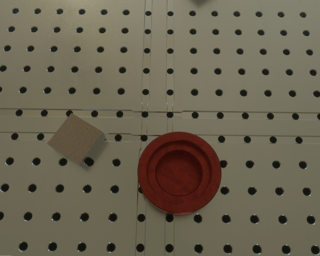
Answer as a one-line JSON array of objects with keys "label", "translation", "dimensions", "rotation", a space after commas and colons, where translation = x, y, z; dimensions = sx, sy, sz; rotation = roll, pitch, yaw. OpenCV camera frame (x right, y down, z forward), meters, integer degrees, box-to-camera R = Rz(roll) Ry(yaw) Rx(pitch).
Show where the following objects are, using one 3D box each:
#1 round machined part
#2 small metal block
[{"label": "round machined part", "translation": [0.023, 0.057, 0.382], "dimensions": [0.099, 0.042, 0.098], "rotation": [0, 70, 0]}, {"label": "small metal block", "translation": [-0.108, 0.017, 0.405], "dimensions": [0.050, 0.025, 0.050], "rotation": [31, 73, 10]}]
